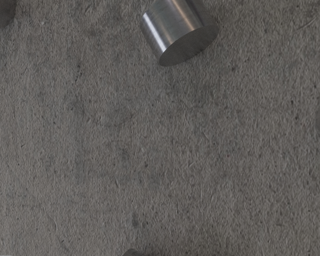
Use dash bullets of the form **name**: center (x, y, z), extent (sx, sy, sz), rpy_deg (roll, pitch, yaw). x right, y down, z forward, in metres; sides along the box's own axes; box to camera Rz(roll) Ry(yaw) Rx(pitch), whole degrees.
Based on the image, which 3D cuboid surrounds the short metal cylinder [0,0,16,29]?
- **short metal cylinder**: center (-0.272, -0.197, 0.476), extent (0.050, 0.080, 0.080), rpy_deg (13, 95, 19)

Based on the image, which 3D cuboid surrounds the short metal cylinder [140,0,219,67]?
- **short metal cylinder**: center (0.023, -0.117, 0.372), extent (0.080, 0.080, 0.050), rpy_deg (-31, 80, 17)

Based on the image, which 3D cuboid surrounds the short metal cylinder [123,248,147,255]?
- **short metal cylinder**: center (-0.032, 0.202, 0.391), extent (0.050, 0.080, 0.080), rpy_deg (22, 97, 19)

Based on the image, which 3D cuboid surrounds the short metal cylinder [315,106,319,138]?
- **short metal cylinder**: center (0.209, -0.006, 0.322), extent (0.080, 0.050, 0.080), rpy_deg (0, 90, 20)
